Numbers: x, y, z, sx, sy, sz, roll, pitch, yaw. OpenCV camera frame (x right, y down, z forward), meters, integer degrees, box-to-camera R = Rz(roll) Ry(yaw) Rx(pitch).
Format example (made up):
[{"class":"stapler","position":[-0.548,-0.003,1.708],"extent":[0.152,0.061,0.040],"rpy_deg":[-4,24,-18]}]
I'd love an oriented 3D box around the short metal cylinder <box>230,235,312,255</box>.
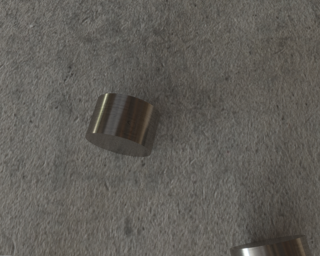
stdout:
[{"class":"short metal cylinder","position":[0.120,0.147,0.327],"extent":[0.081,0.080,0.050],"rpy_deg":[-10,71,-4]}]

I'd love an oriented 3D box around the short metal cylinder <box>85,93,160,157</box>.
[{"class":"short metal cylinder","position":[-0.044,-0.001,0.379],"extent":[0.080,0.080,0.050],"rpy_deg":[12,71,4]}]
